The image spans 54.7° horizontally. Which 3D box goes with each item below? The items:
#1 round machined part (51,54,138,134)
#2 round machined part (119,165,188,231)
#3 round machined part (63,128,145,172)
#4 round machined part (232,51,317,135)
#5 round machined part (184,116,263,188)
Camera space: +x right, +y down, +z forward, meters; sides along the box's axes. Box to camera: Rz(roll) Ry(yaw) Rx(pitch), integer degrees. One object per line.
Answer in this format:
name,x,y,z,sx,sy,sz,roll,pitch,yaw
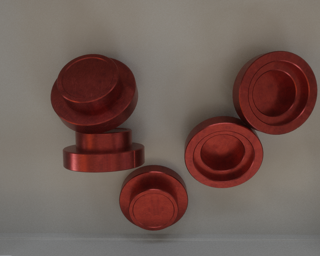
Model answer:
round machined part,-0.077,-0.046,0.353,0.099,0.098,0.042,-6,150,2
round machined part,-0.009,0.106,0.441,0.099,0.042,0.097,0,110,-1
round machined part,-0.068,0.023,0.382,0.099,0.098,0.042,-1,95,0
round machined part,0.136,-0.043,0.380,0.099,0.042,0.097,-1,98,-9
round machined part,0.082,0.028,0.409,0.099,0.042,0.097,1,117,3
